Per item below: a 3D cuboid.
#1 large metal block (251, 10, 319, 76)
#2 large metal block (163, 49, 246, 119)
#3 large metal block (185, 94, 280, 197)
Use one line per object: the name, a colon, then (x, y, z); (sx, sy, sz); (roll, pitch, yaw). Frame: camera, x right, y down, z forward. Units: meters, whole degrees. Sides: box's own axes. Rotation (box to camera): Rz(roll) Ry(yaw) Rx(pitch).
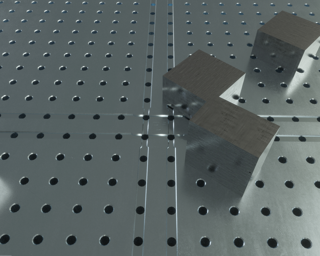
large metal block: (0.211, -0.142, 0.512); (0.080, 0.050, 0.080); (35, 58, 26)
large metal block: (0.060, -0.057, 0.440); (0.080, 0.050, 0.080); (35, 58, 25)
large metal block: (0.078, 0.020, 0.355); (0.080, 0.080, 0.050); (30, 56, 23)
